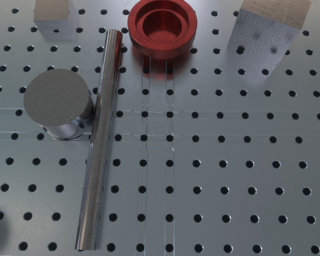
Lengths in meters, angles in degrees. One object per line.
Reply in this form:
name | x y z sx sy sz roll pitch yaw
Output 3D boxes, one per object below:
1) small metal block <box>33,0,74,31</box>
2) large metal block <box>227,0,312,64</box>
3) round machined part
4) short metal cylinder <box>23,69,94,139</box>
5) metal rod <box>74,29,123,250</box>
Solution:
small metal block | -0.162 -0.178 0.475 0.050 0.025 0.050 -2 70 -1
large metal block | 0.150 -0.146 0.437 0.080 0.080 0.050 24 72 8
round machined part | 0.004 -0.143 0.455 0.099 0.042 0.098 0 70 0
short metal cylinder | -0.129 -0.031 0.409 0.081 0.050 0.080 0 70 0
metal rod | -0.077 0.001 0.410 0.025 0.025 0.299 3 70 1
